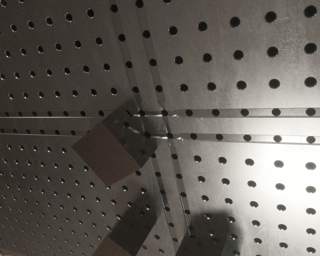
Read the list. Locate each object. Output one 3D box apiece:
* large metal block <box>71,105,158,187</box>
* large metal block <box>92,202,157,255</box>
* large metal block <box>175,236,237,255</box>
[{"bbox_3d":[-0.066,0.028,0.445,0.080,0.050,0.080,-34,100,38],"label":"large metal block"},{"bbox_3d":[-0.059,0.185,0.519,0.050,0.080,0.080,38,129,2],"label":"large metal block"},{"bbox_3d":[0.066,0.215,0.473,0.080,0.080,0.050,-16,110,34],"label":"large metal block"}]
